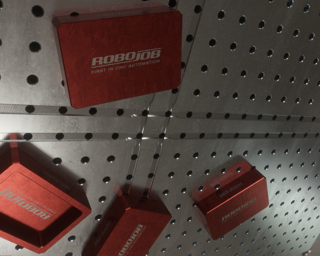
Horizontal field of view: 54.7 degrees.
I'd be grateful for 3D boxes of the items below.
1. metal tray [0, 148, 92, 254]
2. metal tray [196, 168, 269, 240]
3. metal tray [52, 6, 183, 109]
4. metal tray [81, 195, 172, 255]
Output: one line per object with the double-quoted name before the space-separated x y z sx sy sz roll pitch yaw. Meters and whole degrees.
"metal tray" -0.160 0.094 0.379 0.090 0.030 0.130 -41 130 -1
"metal tray" 0.138 0.142 0.574 0.131 0.030 0.090 -29 129 -11
"metal tray" -0.041 -0.079 0.338 0.131 0.030 0.089 -14 125 -21
"metal tray" -0.052 0.171 0.487 0.091 0.030 0.129 22 106 -37
